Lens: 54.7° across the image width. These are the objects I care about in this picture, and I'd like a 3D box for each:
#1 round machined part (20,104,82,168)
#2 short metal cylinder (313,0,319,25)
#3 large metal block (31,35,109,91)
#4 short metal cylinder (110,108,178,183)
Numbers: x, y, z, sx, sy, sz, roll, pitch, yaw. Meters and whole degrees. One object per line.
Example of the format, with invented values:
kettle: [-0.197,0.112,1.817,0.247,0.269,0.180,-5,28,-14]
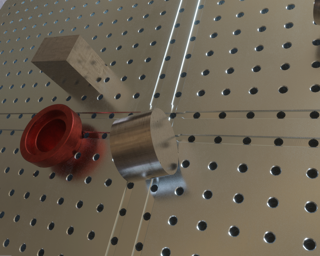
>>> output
round machined part: [-0.159,0.015,0.472,0.098,0.042,0.098,-13,56,21]
short metal cylinder: [0.220,-0.151,0.350,0.050,0.080,0.080,33,80,38]
large metal block: [-0.148,-0.106,0.516,0.080,0.080,0.050,6,65,31]
short metal cylinder: [-0.016,0.021,0.369,0.050,0.080,0.080,-15,56,20]
